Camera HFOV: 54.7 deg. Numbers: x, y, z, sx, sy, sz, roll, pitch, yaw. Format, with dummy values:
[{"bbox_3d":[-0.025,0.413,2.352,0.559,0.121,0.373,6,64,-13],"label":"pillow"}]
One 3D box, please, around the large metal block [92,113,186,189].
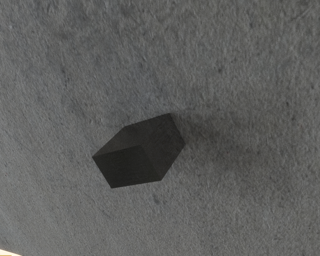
[{"bbox_3d":[-0.025,0.029,0.401,0.080,0.080,0.050,-16,110,34],"label":"large metal block"}]
